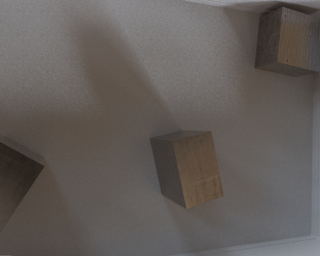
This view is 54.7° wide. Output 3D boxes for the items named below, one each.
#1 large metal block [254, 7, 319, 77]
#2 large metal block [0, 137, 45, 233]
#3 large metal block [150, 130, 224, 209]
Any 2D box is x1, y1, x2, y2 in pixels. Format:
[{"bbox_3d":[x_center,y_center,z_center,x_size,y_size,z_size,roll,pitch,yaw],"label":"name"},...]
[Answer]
[{"bbox_3d":[0.197,-0.127,0.472,0.081,0.050,0.080,7,88,-20],"label":"large metal block"},{"bbox_3d":[-0.165,0.057,0.321,0.050,0.080,0.080,34,79,-17],"label":"large metal block"},{"bbox_3d":[0.031,0.048,0.394,0.050,0.080,0.080,-13,95,-20],"label":"large metal block"}]
